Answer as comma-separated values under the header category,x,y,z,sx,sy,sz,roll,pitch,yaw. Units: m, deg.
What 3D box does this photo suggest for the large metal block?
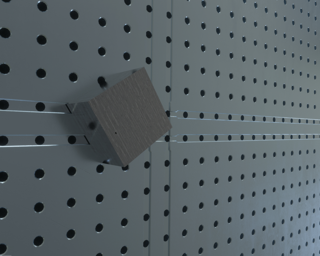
category,x,y,z,sx,sy,sz,roll,pitch,yaw
large metal block,-0.044,-0.013,0.355,0.080,0.050,0.080,-39,114,-33
